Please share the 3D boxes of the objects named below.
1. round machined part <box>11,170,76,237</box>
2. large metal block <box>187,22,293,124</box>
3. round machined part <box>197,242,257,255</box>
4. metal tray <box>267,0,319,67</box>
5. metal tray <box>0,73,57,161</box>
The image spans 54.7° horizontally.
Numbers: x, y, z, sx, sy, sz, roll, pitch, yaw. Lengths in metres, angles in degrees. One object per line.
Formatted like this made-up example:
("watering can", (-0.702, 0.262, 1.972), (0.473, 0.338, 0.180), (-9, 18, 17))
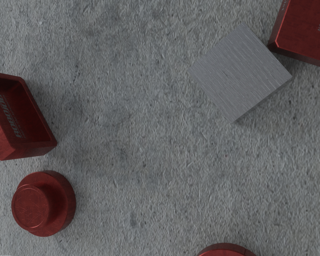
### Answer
("round machined part", (-0.179, 0.114, 0.461), (0.098, 0.042, 0.097), (0, 90, 19))
("large metal block", (0.093, -0.060, 0.363), (0.080, 0.050, 0.080), (-40, 78, 15))
("round machined part", (0.083, 0.186, 0.370), (0.098, 0.042, 0.097), (0, 90, 19))
("metal tray", (0.181, -0.134, 0.329), (0.090, 0.030, 0.129), (18, 96, 0))
("metal tray", (-0.215, -0.019, 0.448), (0.030, 0.090, 0.130), (-34, 79, 17))
